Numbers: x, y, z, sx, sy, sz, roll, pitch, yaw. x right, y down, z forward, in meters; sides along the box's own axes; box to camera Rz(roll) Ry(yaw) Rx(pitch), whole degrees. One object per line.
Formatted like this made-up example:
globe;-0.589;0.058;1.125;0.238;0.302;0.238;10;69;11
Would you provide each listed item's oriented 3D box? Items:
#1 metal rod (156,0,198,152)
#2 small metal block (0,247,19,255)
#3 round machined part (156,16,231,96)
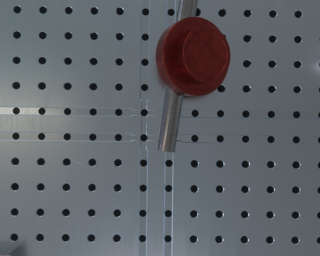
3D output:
metal rod;0.030;-0.117;0.413;0.025;0.025;0.298;9;90;0
small metal block;-0.218;0.190;0.412;0.050;0.025;0.050;-5;90;0
round machined part;0.048;-0.089;0.386;0.099;0.042;0.097;-2;95;-26
